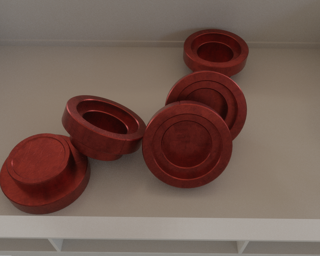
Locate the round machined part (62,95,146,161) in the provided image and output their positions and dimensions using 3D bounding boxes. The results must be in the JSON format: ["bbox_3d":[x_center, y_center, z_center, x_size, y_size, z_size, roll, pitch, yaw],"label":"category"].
[{"bbox_3d":[-0.069,0.003,0.372,0.099,0.042,0.098,22,23,-10],"label":"round machined part"}]

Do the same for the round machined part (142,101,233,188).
[{"bbox_3d":[0.030,0.016,0.357,0.099,0.097,0.042,2,15,1],"label":"round machined part"}]

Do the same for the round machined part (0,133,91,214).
[{"bbox_3d":[-0.133,0.045,0.356,0.099,0.042,0.098,0,50,0],"label":"round machined part"}]

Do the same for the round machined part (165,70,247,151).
[{"bbox_3d":[0.055,-0.023,0.390,0.099,0.097,0.042,1,13,1],"label":"round machined part"}]

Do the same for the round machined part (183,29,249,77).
[{"bbox_3d":[0.085,-0.110,0.487,0.099,0.042,0.098,0,50,0],"label":"round machined part"}]
